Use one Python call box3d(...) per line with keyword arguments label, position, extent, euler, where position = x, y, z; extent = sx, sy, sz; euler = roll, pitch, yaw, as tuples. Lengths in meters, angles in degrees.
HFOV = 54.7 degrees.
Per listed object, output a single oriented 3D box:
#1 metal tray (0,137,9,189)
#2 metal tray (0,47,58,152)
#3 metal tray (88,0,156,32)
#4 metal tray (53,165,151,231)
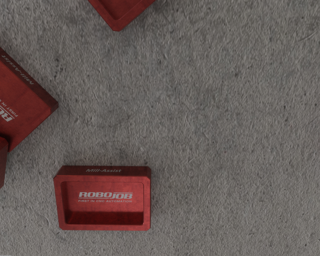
box3d(label="metal tray", position=(-0.267, 0.031, 0.397), extent=(0.131, 0.030, 0.089), euler=(23, 123, -2))
box3d(label="metal tray", position=(-0.208, -0.043, 0.389), extent=(0.090, 0.030, 0.130), euler=(-40, 106, 13))
box3d(label="metal tray", position=(-0.027, -0.182, 0.339), extent=(0.130, 0.030, 0.090), euler=(-37, 106, 12))
box3d(label="metal tray", position=(-0.078, 0.101, 0.443), extent=(0.131, 0.030, 0.089), euler=(1, 110, -1))
